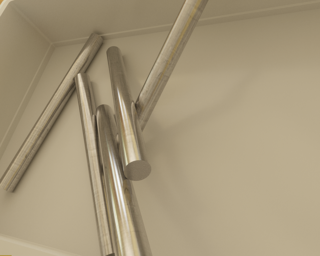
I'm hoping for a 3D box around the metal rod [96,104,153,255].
[{"bbox_3d":[-0.049,0.036,0.332,0.025,0.025,0.300,-37,27,3],"label":"metal rod"}]

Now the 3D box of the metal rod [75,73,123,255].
[{"bbox_3d":[-0.092,0.030,0.433,0.025,0.025,0.299,-27,52,11],"label":"metal rod"}]

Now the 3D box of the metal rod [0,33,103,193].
[{"bbox_3d":[-0.175,-0.036,0.516,0.025,0.025,0.300,13,68,33],"label":"metal rod"}]

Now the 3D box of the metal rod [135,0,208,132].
[{"bbox_3d":[0.011,-0.088,0.379,0.025,0.025,0.298,37,106,38],"label":"metal rod"}]

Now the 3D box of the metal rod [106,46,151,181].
[{"bbox_3d":[-0.049,-0.044,0.402,0.025,0.025,0.300,-31,35,8],"label":"metal rod"}]
